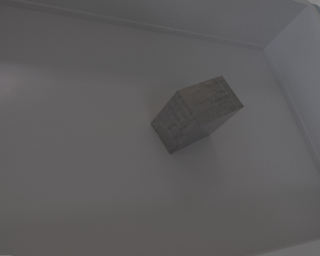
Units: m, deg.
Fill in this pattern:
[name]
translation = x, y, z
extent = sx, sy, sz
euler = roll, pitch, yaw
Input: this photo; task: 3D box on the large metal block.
[large metal block]
translation = 0.047, -0.017, 0.405
extent = 0.081, 0.080, 0.050
euler = -22, 74, -36
